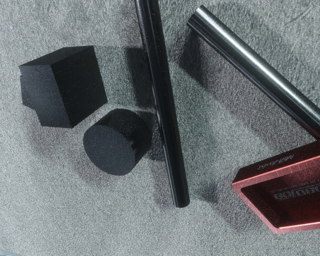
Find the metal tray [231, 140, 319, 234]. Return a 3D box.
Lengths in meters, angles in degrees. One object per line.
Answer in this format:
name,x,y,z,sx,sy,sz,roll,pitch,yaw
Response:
metal tray,0.157,0.070,0.346,0.090,0.030,0.129,47,140,-7

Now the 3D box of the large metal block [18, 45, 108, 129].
large metal block,-0.119,-0.055,0.398,0.050,0.080,0.079,4,120,26

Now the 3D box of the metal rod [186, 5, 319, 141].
metal rod,0.148,-0.016,0.318,0.300,0.025,0.025,41,129,-1

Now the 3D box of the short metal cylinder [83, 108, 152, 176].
short metal cylinder,-0.058,0.019,0.432,0.080,0.050,0.079,13,124,20

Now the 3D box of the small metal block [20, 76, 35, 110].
small metal block,-0.180,-0.052,0.467,0.050,0.025,0.050,23,127,14

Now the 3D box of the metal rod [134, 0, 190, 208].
metal rod,0.007,-0.022,0.388,0.025,0.025,0.298,4,120,26
